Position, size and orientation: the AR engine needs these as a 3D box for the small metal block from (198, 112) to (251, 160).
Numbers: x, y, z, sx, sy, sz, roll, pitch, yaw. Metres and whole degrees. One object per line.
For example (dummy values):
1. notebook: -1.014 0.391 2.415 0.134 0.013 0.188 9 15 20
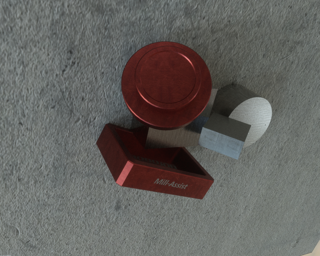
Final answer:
1. small metal block: 0.080 0.008 0.382 0.050 0.050 0.025 -44 151 -56

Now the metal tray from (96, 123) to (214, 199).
1. metal tray: -0.005 0.042 0.389 0.131 0.090 0.030 18 109 -35

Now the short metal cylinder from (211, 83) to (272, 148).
1. short metal cylinder: 0.110 -0.018 0.443 0.081 0.050 0.079 -14 124 -21

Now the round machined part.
1. round machined part: 0.007 -0.049 0.334 0.098 0.098 0.042 -32 173 -8

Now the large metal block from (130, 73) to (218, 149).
1. large metal block: 0.015 -0.023 0.388 0.081 0.050 0.079 -2 119 -28
